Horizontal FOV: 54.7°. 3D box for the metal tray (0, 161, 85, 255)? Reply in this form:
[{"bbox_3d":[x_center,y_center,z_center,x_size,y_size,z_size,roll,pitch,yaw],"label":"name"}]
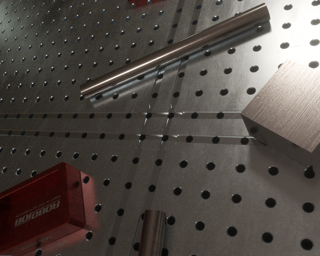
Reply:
[{"bbox_3d":[-0.169,0.113,0.422,0.130,0.030,0.090,-26,53,11],"label":"metal tray"}]

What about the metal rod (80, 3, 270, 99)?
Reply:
[{"bbox_3d":[0.012,-0.110,0.467,0.301,0.025,0.025,-21,54,15],"label":"metal rod"}]

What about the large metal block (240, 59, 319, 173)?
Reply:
[{"bbox_3d":[0.146,-0.015,0.324,0.080,0.050,0.080,-49,52,-6],"label":"large metal block"}]

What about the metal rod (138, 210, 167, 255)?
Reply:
[{"bbox_3d":[-0.025,0.227,0.280,0.025,0.025,0.299,-5,59,25],"label":"metal rod"}]
